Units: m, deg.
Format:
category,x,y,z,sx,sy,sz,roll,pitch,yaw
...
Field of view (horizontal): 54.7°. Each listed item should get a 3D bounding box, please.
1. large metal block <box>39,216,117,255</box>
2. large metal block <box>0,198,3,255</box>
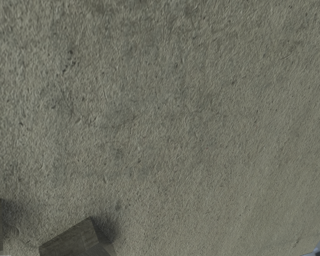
category,x,y,z,sx,sy,sz,roll,pitch,yaw
large metal block,-0.113,0.188,0.445,0.080,0.050,0.080,-30,129,-9
large metal block,-0.205,0.138,0.344,0.050,0.080,0.079,1,118,-29
